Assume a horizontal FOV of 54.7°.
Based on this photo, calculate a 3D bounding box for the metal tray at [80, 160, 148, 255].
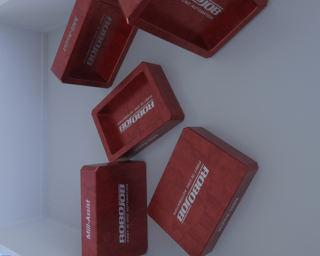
[{"bbox_3d":[-0.059,0.111,0.412,0.030,0.091,0.129,-2,89,40],"label":"metal tray"}]

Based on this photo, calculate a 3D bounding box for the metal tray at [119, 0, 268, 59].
[{"bbox_3d":[0.036,-0.125,0.306,0.090,0.131,0.030,-41,58,32],"label":"metal tray"}]

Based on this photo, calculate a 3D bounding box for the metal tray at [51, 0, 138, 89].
[{"bbox_3d":[-0.087,-0.122,0.436,0.030,0.091,0.129,44,116,31],"label":"metal tray"}]

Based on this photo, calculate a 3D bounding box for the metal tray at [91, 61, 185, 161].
[{"bbox_3d":[-0.036,-0.018,0.433,0.130,0.030,0.090,-37,68,34],"label":"metal tray"}]

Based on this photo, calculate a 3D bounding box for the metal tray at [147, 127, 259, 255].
[{"bbox_3d":[0.045,0.074,0.367,0.090,0.030,0.129,36,112,34],"label":"metal tray"}]
